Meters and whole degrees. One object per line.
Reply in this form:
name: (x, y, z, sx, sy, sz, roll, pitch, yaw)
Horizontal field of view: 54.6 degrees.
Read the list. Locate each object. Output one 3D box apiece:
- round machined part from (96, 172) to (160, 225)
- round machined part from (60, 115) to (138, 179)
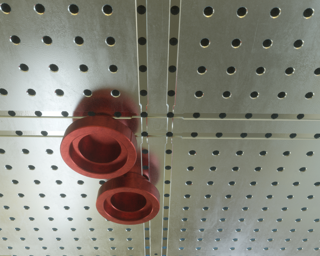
round machined part: (-0.049, 0.108, 0.492, 0.099, 0.042, 0.097, 0, 130, 0)
round machined part: (-0.079, 0.021, 0.418, 0.099, 0.042, 0.097, 0, 130, 0)
